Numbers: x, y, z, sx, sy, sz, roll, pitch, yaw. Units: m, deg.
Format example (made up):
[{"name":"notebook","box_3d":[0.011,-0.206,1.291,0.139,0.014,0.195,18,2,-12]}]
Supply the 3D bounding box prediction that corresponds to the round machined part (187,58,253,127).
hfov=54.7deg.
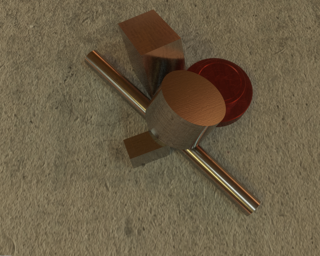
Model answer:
[{"name":"round machined part","box_3d":[0.077,-0.054,0.420,0.099,0.042,0.098,0,70,-1]}]

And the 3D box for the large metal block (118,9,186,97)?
[{"name":"large metal block","box_3d":[-0.007,-0.093,0.403,0.050,0.080,0.080,-26,50,-8]}]

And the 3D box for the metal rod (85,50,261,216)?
[{"name":"metal rod","box_3d":[0.008,-0.002,0.411,0.300,0.025,0.025,43,75,14]}]

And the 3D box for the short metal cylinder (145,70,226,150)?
[{"name":"short metal cylinder","box_3d":[0.029,-0.021,0.365,0.081,0.050,0.080,14,51,-18]}]

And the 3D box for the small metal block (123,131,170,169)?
[{"name":"small metal block","box_3d":[-0.016,0.025,0.387,0.050,0.050,0.025,-20,71,-8]}]
